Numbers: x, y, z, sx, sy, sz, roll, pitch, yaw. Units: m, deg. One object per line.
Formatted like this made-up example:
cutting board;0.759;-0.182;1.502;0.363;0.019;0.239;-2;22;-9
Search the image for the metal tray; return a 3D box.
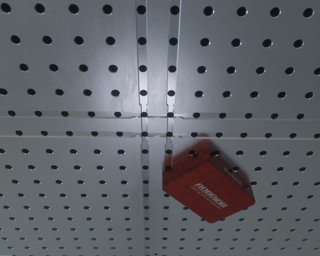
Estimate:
metal tray;0.077;0.096;0.491;0.090;0.030;0.130;-34;123;25
